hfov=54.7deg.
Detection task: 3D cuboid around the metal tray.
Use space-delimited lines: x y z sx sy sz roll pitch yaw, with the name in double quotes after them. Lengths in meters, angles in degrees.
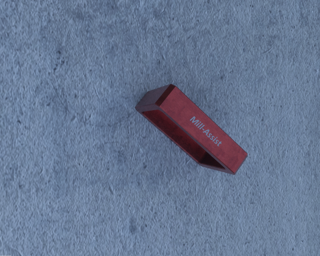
0.036 0.003 0.390 0.130 0.090 0.030 41 77 -16 "metal tray"
